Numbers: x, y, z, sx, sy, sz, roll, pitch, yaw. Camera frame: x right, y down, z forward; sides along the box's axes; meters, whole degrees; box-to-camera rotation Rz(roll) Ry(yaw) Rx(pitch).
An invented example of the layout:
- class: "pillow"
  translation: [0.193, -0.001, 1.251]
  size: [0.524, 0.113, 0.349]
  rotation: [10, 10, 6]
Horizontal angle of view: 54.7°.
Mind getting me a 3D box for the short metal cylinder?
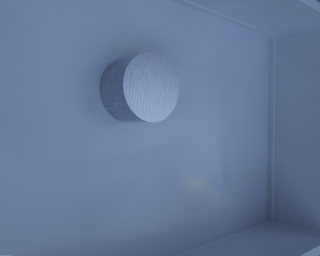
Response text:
- class: "short metal cylinder"
  translation: [-0.024, -0.046, 0.372]
  size: [0.081, 0.050, 0.079]
  rotation: [0, 90, -40]
